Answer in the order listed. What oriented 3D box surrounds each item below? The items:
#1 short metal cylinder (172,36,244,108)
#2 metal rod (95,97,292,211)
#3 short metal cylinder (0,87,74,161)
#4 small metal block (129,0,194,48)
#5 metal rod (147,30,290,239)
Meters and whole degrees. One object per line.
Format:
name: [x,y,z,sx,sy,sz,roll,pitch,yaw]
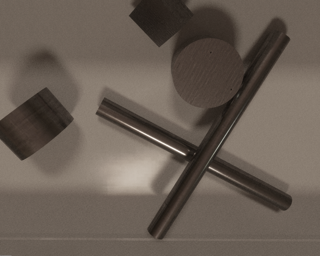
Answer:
short metal cylinder: [0.054,-0.069,0.373,0.081,0.050,0.079,0,110,-1]
metal rod: [0.054,0.040,0.427,0.301,0.025,0.025,28,108,-10]
short metal cylinder: [-0.154,-0.006,0.378,0.080,0.080,0.050,-34,107,11]
small metal block: [0.001,-0.127,0.350,0.050,0.025,0.050,44,148,-15]
metal rod: [0.070,0.015,0.395,0.025,0.025,0.299,29,99,-11]
